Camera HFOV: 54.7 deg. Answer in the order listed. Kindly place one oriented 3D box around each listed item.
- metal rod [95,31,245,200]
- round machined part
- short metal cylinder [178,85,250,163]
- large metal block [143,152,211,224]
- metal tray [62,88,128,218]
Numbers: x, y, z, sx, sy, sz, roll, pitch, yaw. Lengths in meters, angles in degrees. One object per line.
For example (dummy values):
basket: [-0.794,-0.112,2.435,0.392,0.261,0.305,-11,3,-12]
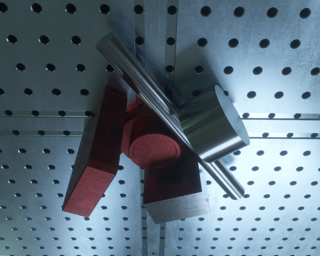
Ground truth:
metal rod: [0.031,0.005,0.389,0.025,0.025,0.300,-28,125,21]
round machined part: [-0.007,0.019,0.416,0.099,0.042,0.097,-1,130,0]
short metal cylinder: [0.065,-0.004,0.371,0.050,0.080,0.080,-30,124,22]
large metal block: [0.024,0.083,0.447,0.080,0.080,0.050,-15,129,12]
metal tray: [-0.074,0.025,0.364,0.030,0.130,0.089,22,127,-18]
